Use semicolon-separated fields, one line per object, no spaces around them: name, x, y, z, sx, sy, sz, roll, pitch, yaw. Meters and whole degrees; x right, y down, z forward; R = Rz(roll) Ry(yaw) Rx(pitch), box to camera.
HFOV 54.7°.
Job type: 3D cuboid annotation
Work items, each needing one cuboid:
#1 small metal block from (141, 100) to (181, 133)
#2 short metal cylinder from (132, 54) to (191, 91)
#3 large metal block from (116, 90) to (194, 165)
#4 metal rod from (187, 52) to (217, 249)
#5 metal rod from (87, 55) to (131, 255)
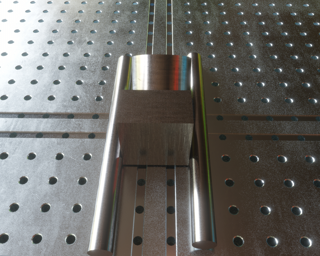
small metal block;0.001;-0.017;0.405;0.050;0.050;0.025;1;50;0
short metal cylinder;0.002;-0.070;0.422;0.081;0.050;0.080;1;6;0
large metal block;-0.005;0.001;0.368;0.081;0.080;0.050;1;50;0
metal rod;0.050;0.002;0.406;0.025;0.025;0.300;2;50;1
metal rod;-0.057;0.008;0.400;0.025;0.025;0.300;1;50;0
